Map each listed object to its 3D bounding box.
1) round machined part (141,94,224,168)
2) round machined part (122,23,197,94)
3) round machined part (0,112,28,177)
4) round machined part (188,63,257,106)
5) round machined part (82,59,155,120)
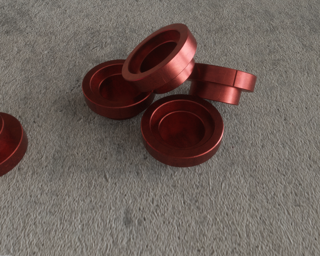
[{"bbox_3d":[0.027,0.007,0.384,0.099,0.042,0.098,0,52,1],"label":"round machined part"},{"bbox_3d":[0.004,-0.081,0.386,0.098,0.042,0.098,-26,38,23],"label":"round machined part"},{"bbox_3d":[-0.219,0.015,0.378,0.099,0.042,0.098,0,50,0],"label":"round machined part"},{"bbox_3d":[0.076,-0.057,0.418,0.099,0.042,0.098,11,7,-1],"label":"round machined part"},{"bbox_3d":[-0.055,-0.049,0.433,0.099,0.042,0.098,0,50,0],"label":"round machined part"}]
